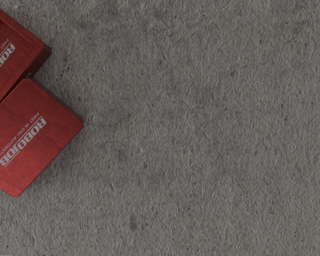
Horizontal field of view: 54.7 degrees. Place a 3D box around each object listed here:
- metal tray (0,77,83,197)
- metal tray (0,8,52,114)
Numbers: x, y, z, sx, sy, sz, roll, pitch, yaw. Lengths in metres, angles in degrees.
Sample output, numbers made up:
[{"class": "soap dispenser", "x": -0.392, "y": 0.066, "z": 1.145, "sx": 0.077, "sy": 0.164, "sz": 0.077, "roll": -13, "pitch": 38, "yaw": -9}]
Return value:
[{"class": "metal tray", "x": -0.173, "y": 0.011, "z": 0.393, "sx": 0.090, "sy": 0.030, "sz": 0.130, "roll": 43, "pitch": 90, "yaw": -19}, {"class": "metal tray", "x": -0.219, "y": -0.082, "z": 0.405, "sx": 0.090, "sy": 0.030, "sz": 0.130, "roll": 39, "pitch": 90, "yaw": 0}]
